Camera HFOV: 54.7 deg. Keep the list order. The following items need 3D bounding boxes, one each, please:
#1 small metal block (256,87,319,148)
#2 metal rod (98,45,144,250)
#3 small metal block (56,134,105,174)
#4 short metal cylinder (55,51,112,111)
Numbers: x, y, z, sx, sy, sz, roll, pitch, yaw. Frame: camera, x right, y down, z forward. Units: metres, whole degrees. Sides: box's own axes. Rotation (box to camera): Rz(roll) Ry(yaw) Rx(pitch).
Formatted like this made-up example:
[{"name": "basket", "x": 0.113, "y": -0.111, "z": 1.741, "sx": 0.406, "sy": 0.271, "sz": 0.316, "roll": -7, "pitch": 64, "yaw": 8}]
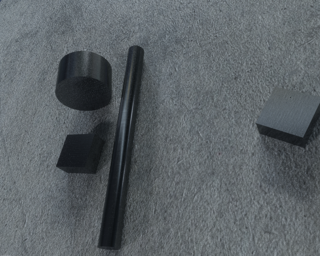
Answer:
[{"name": "small metal block", "x": 0.141, "y": -0.013, "z": 0.337, "sx": 0.050, "sy": 0.025, "sz": 0.050, "roll": 22, "pitch": 73, "yaw": 35}, {"name": "metal rod", "x": -0.048, "y": 0.006, "z": 0.423, "sx": 0.025, "sy": 0.025, "sz": 0.299, "roll": -9, "pitch": 58, "yaw": 23}, {"name": "small metal block", "x": -0.112, "y": 0.036, "z": 0.438, "sx": 0.050, "sy": 0.025, "sz": 0.050, "roll": -2, "pitch": 60, "yaw": 26}, {"name": "short metal cylinder", "x": -0.114, "y": -0.069, "z": 0.469, "sx": 0.080, "sy": 0.080, "sz": 0.050, "roll": -17, "pitch": 55, "yaw": 18}]
